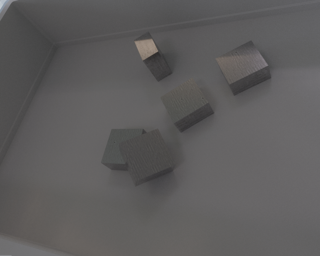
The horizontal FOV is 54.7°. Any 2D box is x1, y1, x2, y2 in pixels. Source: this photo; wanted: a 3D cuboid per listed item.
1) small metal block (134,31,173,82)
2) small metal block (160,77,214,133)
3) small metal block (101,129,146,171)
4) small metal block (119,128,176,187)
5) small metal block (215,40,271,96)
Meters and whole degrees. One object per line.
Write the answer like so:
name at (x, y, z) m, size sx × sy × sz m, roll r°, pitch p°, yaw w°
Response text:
small metal block at (-0.010, -0.106, 0.460) m, size 0.025 × 0.050 × 0.050 m, roll -29°, pitch 52°, yaw 10°
small metal block at (0.035, -0.030, 0.406) m, size 0.050 × 0.025 × 0.050 m, roll -31°, pitch 52°, yaw 8°
small metal block at (-0.044, 0.029, 0.411) m, size 0.050 × 0.025 × 0.050 m, roll -1°, pitch 61°, yaw 28°
small metal block at (-0.016, 0.035, 0.372) m, size 0.050 × 0.025 × 0.050 m, roll -21°, pitch 69°, yaw -15°
small metal block at (0.106, -0.077, 0.397) m, size 0.050 × 0.025 × 0.050 m, roll -26°, pitch 53°, yaw 12°
